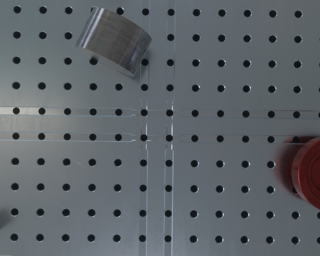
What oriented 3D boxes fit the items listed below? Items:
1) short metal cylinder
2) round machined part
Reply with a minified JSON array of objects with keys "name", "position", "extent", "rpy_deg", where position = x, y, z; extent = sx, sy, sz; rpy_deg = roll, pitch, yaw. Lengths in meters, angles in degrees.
[{"name":"short metal cylinder","position":[-0.057,-0.105,0.385],"extent":[0.080,0.080,0.050],"rpy_deg":[25,90,0]},{"name":"round machined part","position":[0.221,0.058,0.407],"extent":[0.099,0.042,0.097],"rpy_deg":[0,90,0]}]
